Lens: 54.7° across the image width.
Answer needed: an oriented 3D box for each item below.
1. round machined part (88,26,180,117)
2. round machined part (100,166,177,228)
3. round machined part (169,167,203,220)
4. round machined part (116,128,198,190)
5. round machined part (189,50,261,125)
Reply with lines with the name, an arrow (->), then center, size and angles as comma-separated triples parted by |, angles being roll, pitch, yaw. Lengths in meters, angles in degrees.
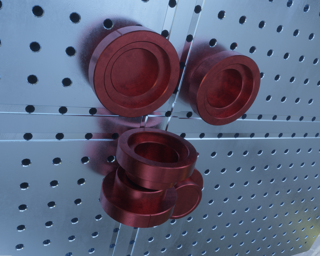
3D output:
round machined part -> -0.031, -0.064, 0.345 | 0.099, 0.042, 0.097 | -14, 125, -21
round machined part -> -0.025, 0.078, 0.399 | 0.099, 0.098, 0.042 | -1, 119, -28
round machined part -> 0.026, 0.102, 0.479 | 0.099, 0.042, 0.097 | -14, 124, -21
round machined part -> -0.006, 0.040, 0.387 | 0.099, 0.098, 0.042 | -1, 118, -28
round machined part -> 0.081, -0.056, 0.412 | 0.099, 0.042, 0.097 | -14, 125, -21
